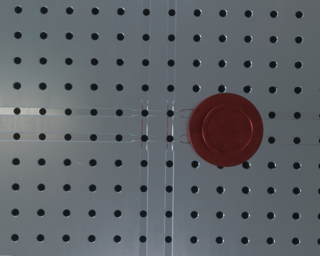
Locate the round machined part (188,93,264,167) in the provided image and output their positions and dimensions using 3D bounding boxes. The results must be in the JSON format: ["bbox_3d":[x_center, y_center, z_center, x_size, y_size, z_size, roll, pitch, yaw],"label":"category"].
[{"bbox_3d":[0.087,0.002,0.405,0.099,0.042,0.097,0,90,0],"label":"round machined part"}]
